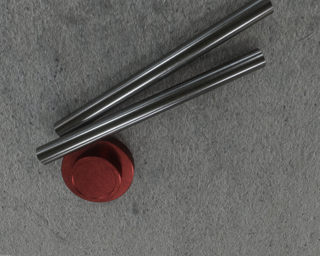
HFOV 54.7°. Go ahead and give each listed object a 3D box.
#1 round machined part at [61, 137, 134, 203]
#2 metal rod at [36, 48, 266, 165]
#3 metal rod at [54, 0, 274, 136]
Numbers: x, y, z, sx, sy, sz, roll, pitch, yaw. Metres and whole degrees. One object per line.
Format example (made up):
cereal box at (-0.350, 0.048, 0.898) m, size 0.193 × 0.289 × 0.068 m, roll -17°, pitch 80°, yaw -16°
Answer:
round machined part at (-0.086, 0.061, 0.422) m, size 0.099 × 0.042 × 0.097 m, roll 0°, pitch 110°, yaw 0°
metal rod at (-0.014, -0.025, 0.388) m, size 0.301 × 0.025 × 0.025 m, roll -24°, pitch 109°, yaw 3°
metal rod at (-0.004, -0.070, 0.383) m, size 0.300 × 0.025 × 0.025 m, roll -30°, pitch 108°, yaw 10°
